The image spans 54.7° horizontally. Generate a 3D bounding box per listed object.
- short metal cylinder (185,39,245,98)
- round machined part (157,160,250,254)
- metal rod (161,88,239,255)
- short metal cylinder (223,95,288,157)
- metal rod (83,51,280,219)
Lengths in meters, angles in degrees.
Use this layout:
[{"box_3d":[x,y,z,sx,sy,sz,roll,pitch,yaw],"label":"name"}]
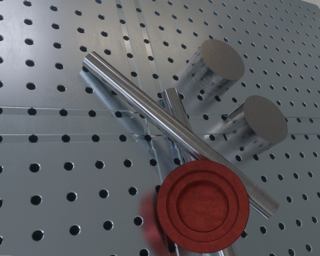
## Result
[{"box_3d":[0.087,-0.095,0.497,0.081,0.050,0.080,14,56,-21],"label":"short metal cylinder"},{"box_3d":[0.048,0.089,0.349,0.098,0.042,0.098,-3,69,9],"label":"round machined part"},{"box_3d":[0.056,0.081,0.388,0.025,0.025,0.299,-4,64,-30],"label":"metal rod"},{"box_3d":[0.144,-0.003,0.471,0.081,0.050,0.080,14,56,-21],"label":"short metal cylinder"},{"box_3d":[0.019,0.003,0.390,0.300,0.025,0.025,40,50,9],"label":"metal rod"}]
